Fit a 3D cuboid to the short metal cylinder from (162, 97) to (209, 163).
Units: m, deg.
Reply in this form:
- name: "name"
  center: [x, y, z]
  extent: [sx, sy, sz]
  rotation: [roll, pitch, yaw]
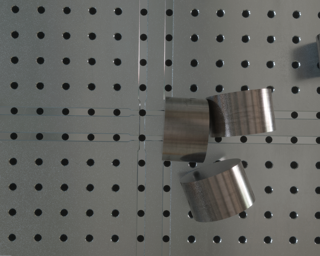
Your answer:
- name: "short metal cylinder"
  center: [0.030, 0.002, 0.386]
  extent: [0.050, 0.080, 0.079]
  rotation: [3, 90, 0]

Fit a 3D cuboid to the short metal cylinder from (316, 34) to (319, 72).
- name: "short metal cylinder"
  center: [0.243, -0.099, 0.389]
  extent: [0.081, 0.080, 0.050]
  rotation: [-7, 90, 0]

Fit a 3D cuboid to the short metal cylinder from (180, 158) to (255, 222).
- name: "short metal cylinder"
  center: [0.071, 0.076, 0.387]
  extent: [0.080, 0.080, 0.050]
  rotation: [-20, 90, 0]

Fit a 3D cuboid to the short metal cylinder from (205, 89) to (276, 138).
- name: "short metal cylinder"
  center: [0.100, -0.018, 0.387]
  extent: [0.081, 0.080, 0.050]
  rotation: [-7, 90, 0]
